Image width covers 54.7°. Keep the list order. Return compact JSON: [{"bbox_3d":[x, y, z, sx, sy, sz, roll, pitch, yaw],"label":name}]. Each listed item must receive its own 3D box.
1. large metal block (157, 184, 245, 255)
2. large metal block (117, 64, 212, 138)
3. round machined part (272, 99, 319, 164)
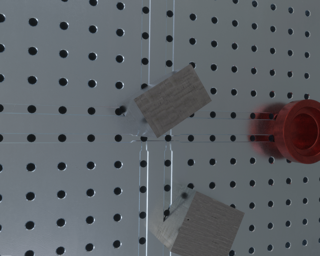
[{"bbox_3d":[0.055,0.132,0.420,0.080,0.050,0.080,27,81,-18],"label":"large metal block"},{"bbox_3d":[0.003,-0.031,0.384,0.080,0.080,0.050,-34,101,-17],"label":"large metal block"},{"bbox_3d":[0.217,0.005,0.483,0.099,0.042,0.097,0,90,-20],"label":"round machined part"}]
